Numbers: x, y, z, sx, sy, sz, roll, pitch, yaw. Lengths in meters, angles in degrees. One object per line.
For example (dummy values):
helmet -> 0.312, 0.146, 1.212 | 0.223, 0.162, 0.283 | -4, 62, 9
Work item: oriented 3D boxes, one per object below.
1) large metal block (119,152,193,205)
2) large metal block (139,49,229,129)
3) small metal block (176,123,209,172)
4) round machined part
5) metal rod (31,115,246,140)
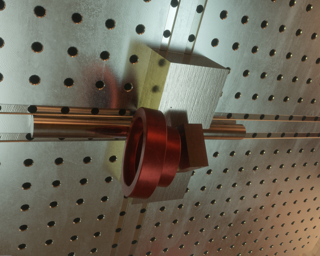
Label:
large metal block -> -0.003, 0.054, 0.427 | 0.081, 0.050, 0.079 | 1, 118, -29
large metal block -> 0.027, -0.046, 0.381 | 0.081, 0.050, 0.079 | 0, 118, -29
small metal block -> 0.029, 0.025, 0.370 | 0.025, 0.050, 0.050 | 1, 74, -29
round machined part -> -0.009, 0.029, 0.339 | 0.042, 0.098, 0.097 | 11, 114, -17
metal rod -> -0.007, 0.002, 0.409 | 0.303, 0.025, 0.025 | 2, 118, -29
